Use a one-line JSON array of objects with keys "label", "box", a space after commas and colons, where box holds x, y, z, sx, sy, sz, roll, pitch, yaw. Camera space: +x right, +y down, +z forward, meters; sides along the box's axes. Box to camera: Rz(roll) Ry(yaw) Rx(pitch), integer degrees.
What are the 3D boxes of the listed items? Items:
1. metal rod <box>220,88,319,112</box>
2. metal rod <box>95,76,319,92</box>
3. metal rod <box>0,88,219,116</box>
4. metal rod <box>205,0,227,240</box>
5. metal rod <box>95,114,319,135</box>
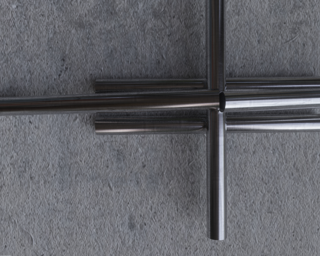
[{"label": "metal rod", "box": [0.220, -0.038, 0.389, 0.302, 0.025, 0.025, -3, 90, -11]}, {"label": "metal rod", "box": [0.068, -0.055, 0.411, 0.302, 0.025, 0.025, -1, 90, -1]}, {"label": "metal rod", "box": [-0.080, -0.031, 0.385, 0.302, 0.025, 0.025, -1, 90, 9]}, {"label": "metal rod", "box": [0.070, -0.013, 0.387, 0.025, 0.025, 0.298, 0, 90, -1]}, {"label": "metal rod", "box": [0.068, -0.005, 0.411, 0.302, 0.025, 0.025, -1, 90, -1]}]
